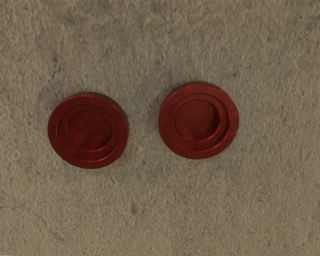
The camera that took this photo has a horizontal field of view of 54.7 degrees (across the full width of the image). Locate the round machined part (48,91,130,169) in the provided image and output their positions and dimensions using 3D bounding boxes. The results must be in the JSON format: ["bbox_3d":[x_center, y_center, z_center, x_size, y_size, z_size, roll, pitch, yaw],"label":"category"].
[{"bbox_3d":[-0.089,0.000,0.400,0.099,0.042,0.097,0,110,-1],"label":"round machined part"}]

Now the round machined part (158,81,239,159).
[{"bbox_3d":[0.047,-0.012,0.397,0.099,0.042,0.097,0,110,-1],"label":"round machined part"}]
